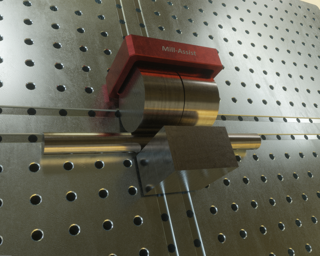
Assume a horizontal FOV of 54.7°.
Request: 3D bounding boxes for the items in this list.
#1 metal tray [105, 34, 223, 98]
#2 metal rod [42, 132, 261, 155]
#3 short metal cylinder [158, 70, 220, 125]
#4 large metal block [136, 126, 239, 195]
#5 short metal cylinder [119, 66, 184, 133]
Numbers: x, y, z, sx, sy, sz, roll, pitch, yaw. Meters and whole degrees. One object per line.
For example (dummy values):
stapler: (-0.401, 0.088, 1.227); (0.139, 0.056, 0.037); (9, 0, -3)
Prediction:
metal tray: (0.005, -0.072, 0.408); (0.131, 0.090, 0.030); (1, 62, -28)
metal rod: (0.010, 0.018, 0.397); (0.303, 0.025, 0.025); (1, 62, -28)
short metal cylinder: (0.033, -0.034, 0.408); (0.050, 0.080, 0.080); (2, 61, -28)
large metal block: (0.028, 0.038, 0.359); (0.081, 0.080, 0.050); (1, 62, -28)
short metal cylinder: (-0.013, -0.034, 0.383); (0.050, 0.080, 0.080); (1, 62, -28)
